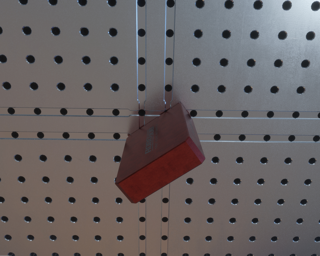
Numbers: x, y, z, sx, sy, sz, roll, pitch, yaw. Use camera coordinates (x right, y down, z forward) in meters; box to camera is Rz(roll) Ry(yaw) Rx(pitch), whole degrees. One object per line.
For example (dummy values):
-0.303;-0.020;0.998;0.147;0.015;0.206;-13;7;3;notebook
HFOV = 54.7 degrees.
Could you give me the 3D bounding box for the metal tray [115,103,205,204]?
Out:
-0.001;0.023;0.366;0.090;0.130;0.030;-33;107;11;metal tray
